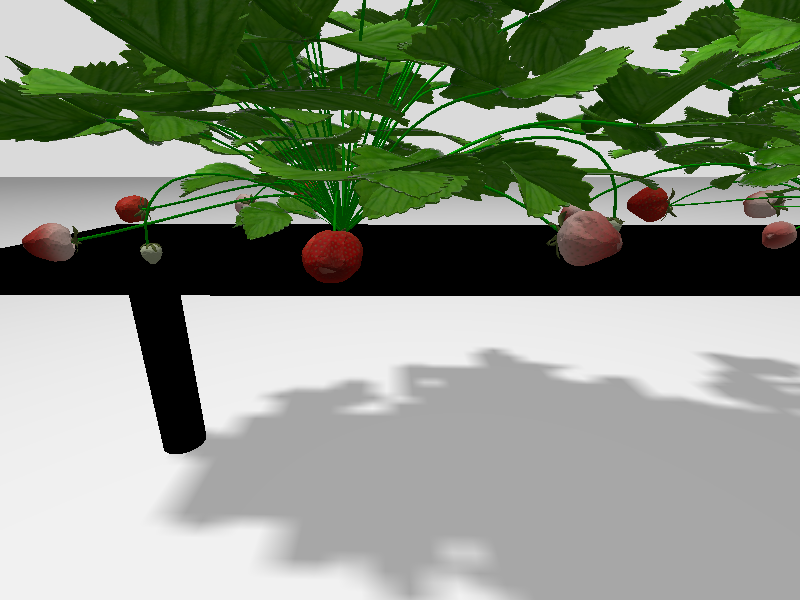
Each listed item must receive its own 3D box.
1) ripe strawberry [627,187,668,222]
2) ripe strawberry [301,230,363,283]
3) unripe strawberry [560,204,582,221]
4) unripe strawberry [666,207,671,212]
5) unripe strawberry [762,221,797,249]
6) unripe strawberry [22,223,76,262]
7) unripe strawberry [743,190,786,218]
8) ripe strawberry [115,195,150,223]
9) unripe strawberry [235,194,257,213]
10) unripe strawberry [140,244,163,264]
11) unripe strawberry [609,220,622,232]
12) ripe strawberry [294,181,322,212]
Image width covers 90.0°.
[{"bbox_3d":[0.258,-0.100,0.419,0.037,0.036,0.040,9,21,28],"label":"ripe strawberry"},{"bbox_3d":[-0.033,-0.019,0.193,0.030,0.027,0.027,-2,28,-6],"label":"ripe strawberry"},{"bbox_3d":[0.172,-0.087,0.406,0.023,0.020,0.023,-36,5,23],"label":"unripe strawberry"},{"bbox_3d":[0.332,-0.114,0.499,0.010,0.011,0.011,-8,-27,-22],"label":"unripe strawberry"},{"bbox_3d":[0.272,-0.046,0.288,0.020,0.020,0.019,-9,21,-24],"label":"unripe strawberry"},{"bbox_3d":[-0.219,-0.035,0.249,0.025,0.024,0.023,-12,22,-29],"label":"unripe strawberry"},{"bbox_3d":[0.402,-0.107,0.445,0.035,0.030,0.035,0,18,1],"label":"unripe strawberry"},{"bbox_3d":[-0.276,-0.093,0.411,0.031,0.027,0.031,5,19,16],"label":"ripe strawberry"},{"bbox_3d":[-0.177,-0.107,0.458,0.028,0.027,0.026,-3,11,45],"label":"unripe strawberry"},{"bbox_3d":[-0.151,-0.028,0.244,0.011,0.012,0.012,16,25,40],"label":"unripe strawberry"},{"bbox_3d":[0.159,-0.054,0.304,0.016,0.015,0.014,4,19,11],"label":"unripe strawberry"},{"bbox_3d":[-0.118,-0.134,0.518,0.039,0.041,0.042,-7,19,-19],"label":"ripe strawberry"}]
